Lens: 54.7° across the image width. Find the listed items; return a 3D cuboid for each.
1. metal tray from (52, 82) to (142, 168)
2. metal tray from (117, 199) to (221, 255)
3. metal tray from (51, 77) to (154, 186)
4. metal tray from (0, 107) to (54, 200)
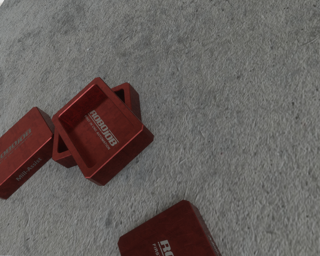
[{"bbox_3d":[-0.092,-0.004,0.450,0.130,0.030,0.090,-20,54,16],"label":"metal tray"},{"bbox_3d":[0.020,0.148,0.300,0.090,0.030,0.130,-32,52,7],"label":"metal tray"},{"bbox_3d":[-0.079,0.000,0.402,0.090,0.030,0.130,-43,51,-2],"label":"metal tray"},{"bbox_3d":[-0.223,0.038,0.495,0.130,0.030,0.090,-43,51,-2],"label":"metal tray"}]
